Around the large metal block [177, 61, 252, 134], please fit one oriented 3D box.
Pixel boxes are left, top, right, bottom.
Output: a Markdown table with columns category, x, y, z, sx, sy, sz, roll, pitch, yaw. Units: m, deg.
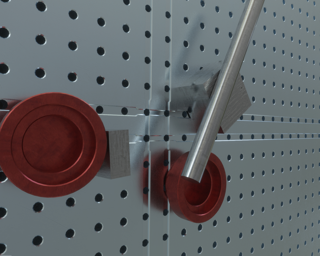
| category | x | y | z | sx | sy | sz | roll | pitch | yaw |
| --- | --- | --- | --- | --- | --- | --- | --- | --- | --- |
| large metal block | 0.083 | -0.047 | 0.463 | 0.080 | 0.050 | 0.080 | -41 | 115 | -32 |

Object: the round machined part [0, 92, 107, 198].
| category | x | y | z | sx | sy | sz | roll | pitch | yaw |
| --- | --- | --- | --- | --- | --- | --- | --- | --- | --- |
| round machined part | -0.106 | 0.015 | 0.303 | 0.099 | 0.042 | 0.097 | -1 | 92 | -32 |

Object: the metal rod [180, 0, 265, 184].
| category | x | y | z | sx | sy | sz | roll | pitch | yaw |
| --- | --- | --- | --- | --- | --- | --- | --- | --- | --- |
| metal rod | 0.092 | -0.068 | 0.420 | 0.025 | 0.025 | 0.300 | 36 | 68 | -34 |

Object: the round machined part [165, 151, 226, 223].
| category | x | y | z | sx | sy | sz | roll | pitch | yaw |
| --- | --- | --- | --- | --- | --- | --- | --- | --- | --- |
| round machined part | 0.046 | 0.080 | 0.437 | 0.099 | 0.042 | 0.097 | 0 | 90 | -40 |

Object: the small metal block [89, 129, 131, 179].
| category | x | y | z | sx | sy | sz | roll | pitch | yaw |
| --- | --- | --- | --- | --- | --- | --- | --- | --- | --- |
| small metal block | -0.059 | 0.027 | 0.343 | 0.025 | 0.050 | 0.050 | -4 | 93 | -42 |
